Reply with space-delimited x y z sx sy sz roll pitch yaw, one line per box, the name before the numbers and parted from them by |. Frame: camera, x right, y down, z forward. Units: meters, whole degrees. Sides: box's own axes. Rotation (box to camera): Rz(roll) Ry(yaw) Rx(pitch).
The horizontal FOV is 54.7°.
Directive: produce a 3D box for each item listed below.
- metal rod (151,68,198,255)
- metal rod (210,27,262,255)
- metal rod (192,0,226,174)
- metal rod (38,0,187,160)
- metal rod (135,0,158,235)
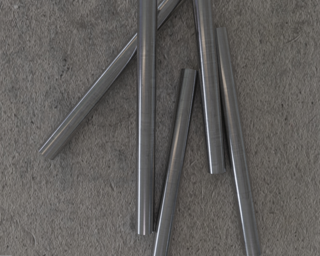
metal rod | 0.016 0.071 0.409 0.025 0.025 0.298 9 90 0
metal rod | 0.100 0.018 0.410 0.025 0.025 0.298 -9 90 0
metal rod | 0.060 -0.090 0.396 0.025 0.025 0.298 -6 95 0
metal rod | -0.054 -0.081 0.409 0.025 0.025 0.300 40 90 0
metal rod | -0.018 -0.012 0.395 0.025 0.025 0.298 1 96 0
